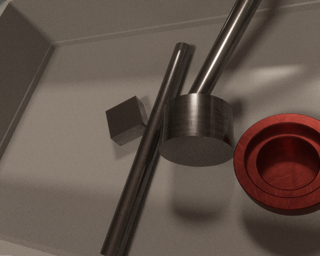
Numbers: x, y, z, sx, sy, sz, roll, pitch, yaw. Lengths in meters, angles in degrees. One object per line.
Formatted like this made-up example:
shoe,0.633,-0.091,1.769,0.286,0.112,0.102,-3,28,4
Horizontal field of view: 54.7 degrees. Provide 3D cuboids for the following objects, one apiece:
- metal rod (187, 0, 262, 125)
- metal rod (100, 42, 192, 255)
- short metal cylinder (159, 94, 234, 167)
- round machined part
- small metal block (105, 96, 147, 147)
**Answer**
metal rod,0.094,-0.133,0.347,0.025,0.025,0.298,43,115,38
metal rod,-0.010,0.013,0.401,0.025,0.025,0.300,5,64,30
short metal cylinder,0.041,0.005,0.345,0.080,0.080,0.050,-8,59,23
round machined part,0.126,0.038,0.305,0.098,0.042,0.098,-13,56,20
small metal block,-0.045,-0.010,0.434,0.050,0.025,0.050,-26,53,11
